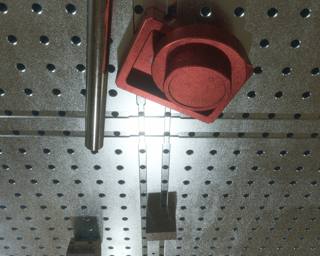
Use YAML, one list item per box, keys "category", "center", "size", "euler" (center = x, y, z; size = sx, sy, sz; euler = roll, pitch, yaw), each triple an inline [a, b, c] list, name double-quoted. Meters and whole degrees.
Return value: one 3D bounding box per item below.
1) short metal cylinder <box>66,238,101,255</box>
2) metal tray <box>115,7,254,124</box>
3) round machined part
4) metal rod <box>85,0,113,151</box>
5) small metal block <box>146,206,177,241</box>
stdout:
- category: "short metal cylinder"
  center: [-0.144, 0.252, 0.588]
  size: [0.050, 0.080, 0.079]
  euler: [0, 130, -1]
- category: "metal tray"
  center: [0.026, -0.065, 0.353]
  size: [0.131, 0.030, 0.089]
  euler: [21, 127, -18]
- category: "round machined part"
  center: [0.039, -0.054, 0.321]
  size: [0.099, 0.042, 0.098]
  euler: [6, 146, 4]
- category: "metal rod"
  center: [-0.066, -0.089, 0.334]
  size: [0.025, 0.025, 0.298]
  euler: [7, 130, -7]
- category: "small metal block"
  center: [0.002, 0.165, 0.536]
  size: [0.050, 0.050, 0.025]
  euler: [-4, 130, 3]
